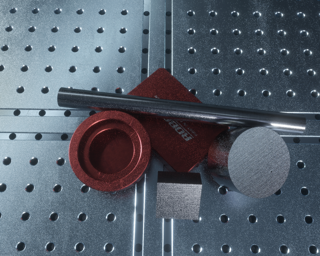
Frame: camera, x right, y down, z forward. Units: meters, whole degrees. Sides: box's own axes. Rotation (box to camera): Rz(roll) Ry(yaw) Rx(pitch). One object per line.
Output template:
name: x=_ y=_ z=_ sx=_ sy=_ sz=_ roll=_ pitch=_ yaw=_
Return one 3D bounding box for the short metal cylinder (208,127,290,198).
short metal cylinder: x=0.104 y=0.039 z=0.369 sx=0.081 sy=0.050 sz=0.079 roll=0 pitch=89 yaw=-17

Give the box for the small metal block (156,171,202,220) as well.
small metal block: x=0.021 y=0.080 z=0.368 sx=0.050 sy=0.025 sz=0.050 roll=3 pitch=113 yaw=0

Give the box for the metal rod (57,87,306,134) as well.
metal rod: x=0.025 y=-0.022 z=0.386 sx=0.302 sy=0.025 sz=0.025 roll=7 pitch=70 yaw=2

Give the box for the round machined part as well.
round machined part: x=-0.058 y=0.030 z=0.386 sx=0.099 sy=0.042 sz=0.098 roll=-1 pitch=76 yaw=4

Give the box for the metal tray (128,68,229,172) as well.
metal tray: x=0.015 y=-0.008 z=0.413 sx=0.090 sy=0.030 sz=0.130 roll=-42 pitch=76 yaw=-14
